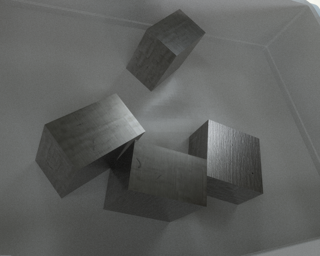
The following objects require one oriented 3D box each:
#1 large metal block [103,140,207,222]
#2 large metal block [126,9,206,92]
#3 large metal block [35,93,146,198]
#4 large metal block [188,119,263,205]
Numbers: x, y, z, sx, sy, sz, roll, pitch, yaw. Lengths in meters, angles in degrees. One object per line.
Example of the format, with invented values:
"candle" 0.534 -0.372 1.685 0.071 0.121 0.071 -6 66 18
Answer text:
"large metal block" -0.006 0.061 0.329 0.081 0.080 0.050 17 58 -19
"large metal block" 0.008 -0.110 0.441 0.050 0.080 0.080 43 51 1
"large metal block" -0.074 0.019 0.319 0.081 0.080 0.050 -31 79 -38
"large metal block" 0.084 0.046 0.406 0.080 0.050 0.080 20 54 -17
